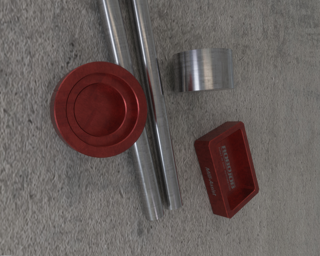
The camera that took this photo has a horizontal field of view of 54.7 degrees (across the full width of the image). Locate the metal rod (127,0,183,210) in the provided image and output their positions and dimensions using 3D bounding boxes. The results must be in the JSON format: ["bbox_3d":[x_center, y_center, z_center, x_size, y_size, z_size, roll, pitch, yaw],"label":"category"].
[{"bbox_3d":[-0.007,-0.040,0.398,0.025,0.025,0.298,-17,101,-39],"label":"metal rod"}]

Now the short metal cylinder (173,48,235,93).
[{"bbox_3d":[0.058,-0.075,0.417,0.081,0.080,0.050,-8,95,-40],"label":"short metal cylinder"}]

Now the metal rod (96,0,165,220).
[{"bbox_3d":[-0.036,-0.031,0.374,0.025,0.025,0.298,-19,102,-38],"label":"metal rod"}]

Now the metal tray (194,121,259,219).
[{"bbox_3d":[0.109,0.064,0.492,0.091,0.030,0.129,-27,107,-37],"label":"metal tray"}]

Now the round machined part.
[{"bbox_3d":[-0.067,-0.019,0.331,0.099,0.042,0.097,-2,93,-30],"label":"round machined part"}]
